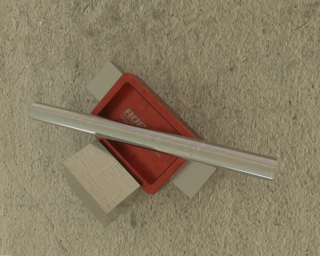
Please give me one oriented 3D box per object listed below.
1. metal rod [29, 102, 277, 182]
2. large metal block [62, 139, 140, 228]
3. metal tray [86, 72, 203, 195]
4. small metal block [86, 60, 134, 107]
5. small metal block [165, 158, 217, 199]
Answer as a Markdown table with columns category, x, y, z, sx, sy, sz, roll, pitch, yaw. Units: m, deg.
| category | x | y | z | sx | sy | sz | roll | pitch | yaw |
| --- | --- | --- | --- | --- | --- | --- | --- | --- | --- |
| metal rod | -0.024 | 0.010 | 0.359 | 0.301 | 0.025 | 0.025 | 13 | 94 | 19 |
| large metal block | -0.076 | 0.073 | 0.397 | 0.050 | 0.080 | 0.080 | -38 | 74 | -27 |
| metal tray | -0.021 | 0.006 | 0.387 | 0.130 | 0.030 | 0.090 | 45 | 104 | 14 |
| small metal block | -0.065 | -0.057 | 0.432 | 0.050 | 0.025 | 0.050 | 46 | 104 | 14 |
| small metal block | 0.039 | 0.053 | 0.396 | 0.050 | 0.025 | 0.050 | 40 | 102 | 15 |
